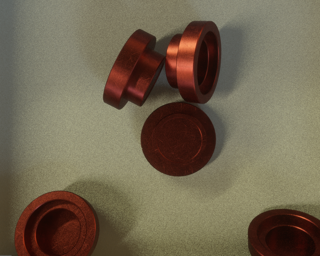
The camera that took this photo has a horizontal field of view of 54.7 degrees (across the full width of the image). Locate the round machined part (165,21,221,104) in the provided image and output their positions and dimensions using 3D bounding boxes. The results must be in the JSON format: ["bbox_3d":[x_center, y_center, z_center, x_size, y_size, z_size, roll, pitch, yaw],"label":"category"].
[{"bbox_3d":[0.040,-0.080,0.381,0.042,0.098,0.097,10,90,26],"label":"round machined part"}]

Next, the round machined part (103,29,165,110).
[{"bbox_3d":[-0.026,-0.065,0.375,0.042,0.098,0.098,27,90,0],"label":"round machined part"}]

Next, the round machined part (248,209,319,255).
[{"bbox_3d":[0.159,0.148,0.381,0.099,0.098,0.042,-8,114,0],"label":"round machined part"}]

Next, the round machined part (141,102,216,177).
[{"bbox_3d":[0.024,0.015,0.403,0.099,0.042,0.097,0,90,0],"label":"round machined part"}]

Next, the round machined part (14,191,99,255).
[{"bbox_3d":[-0.125,0.132,0.391,0.099,0.042,0.098,-1,69,2],"label":"round machined part"}]
